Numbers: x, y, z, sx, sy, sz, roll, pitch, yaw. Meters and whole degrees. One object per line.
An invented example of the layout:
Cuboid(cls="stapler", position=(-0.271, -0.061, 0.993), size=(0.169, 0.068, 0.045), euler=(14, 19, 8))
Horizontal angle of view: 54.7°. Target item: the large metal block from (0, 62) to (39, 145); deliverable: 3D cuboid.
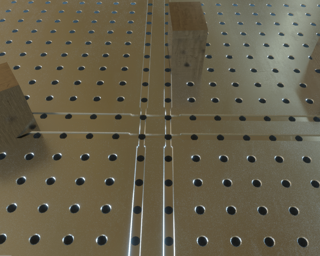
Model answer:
Cuboid(cls="large metal block", position=(-0.212, -0.025, 0.390), size=(0.081, 0.080, 0.050), euler=(-26, 55, -21))

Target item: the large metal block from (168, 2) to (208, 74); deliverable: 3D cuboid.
Cuboid(cls="large metal block", position=(0.041, -0.143, 0.492), size=(0.050, 0.080, 0.080), euler=(-2, 50, -2))

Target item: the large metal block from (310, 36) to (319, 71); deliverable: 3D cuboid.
Cuboid(cls="large metal block", position=(0.286, -0.118, 0.475), size=(0.050, 0.080, 0.080), euler=(-4, 50, -4))
